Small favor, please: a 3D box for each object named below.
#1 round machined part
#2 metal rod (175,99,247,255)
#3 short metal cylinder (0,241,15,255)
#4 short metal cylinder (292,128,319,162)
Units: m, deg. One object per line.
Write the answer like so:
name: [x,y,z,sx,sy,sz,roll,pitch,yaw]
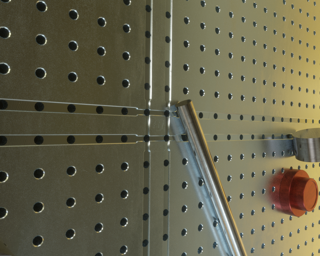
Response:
round machined part: [0.294,0.136,0.644,0.099,0.042,0.097,0,90,-40]
metal rod: [0.086,0.097,0.481,0.025,0.025,0.299,-35,111,-35]
short metal cylinder: [-0.159,0.137,0.260,0.081,0.050,0.080,0,90,-40]
short metal cylinder: [0.321,0.034,0.642,0.081,0.080,0.050,-20,103,-38]
